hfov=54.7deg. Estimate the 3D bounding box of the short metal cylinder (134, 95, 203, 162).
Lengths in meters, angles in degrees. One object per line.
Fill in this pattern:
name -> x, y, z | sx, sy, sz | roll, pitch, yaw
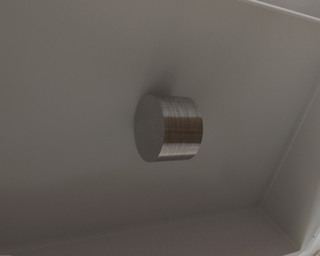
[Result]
short metal cylinder -> 0.008, 0.001, 0.376 | 0.050, 0.080, 0.079 | 0, 118, -29
